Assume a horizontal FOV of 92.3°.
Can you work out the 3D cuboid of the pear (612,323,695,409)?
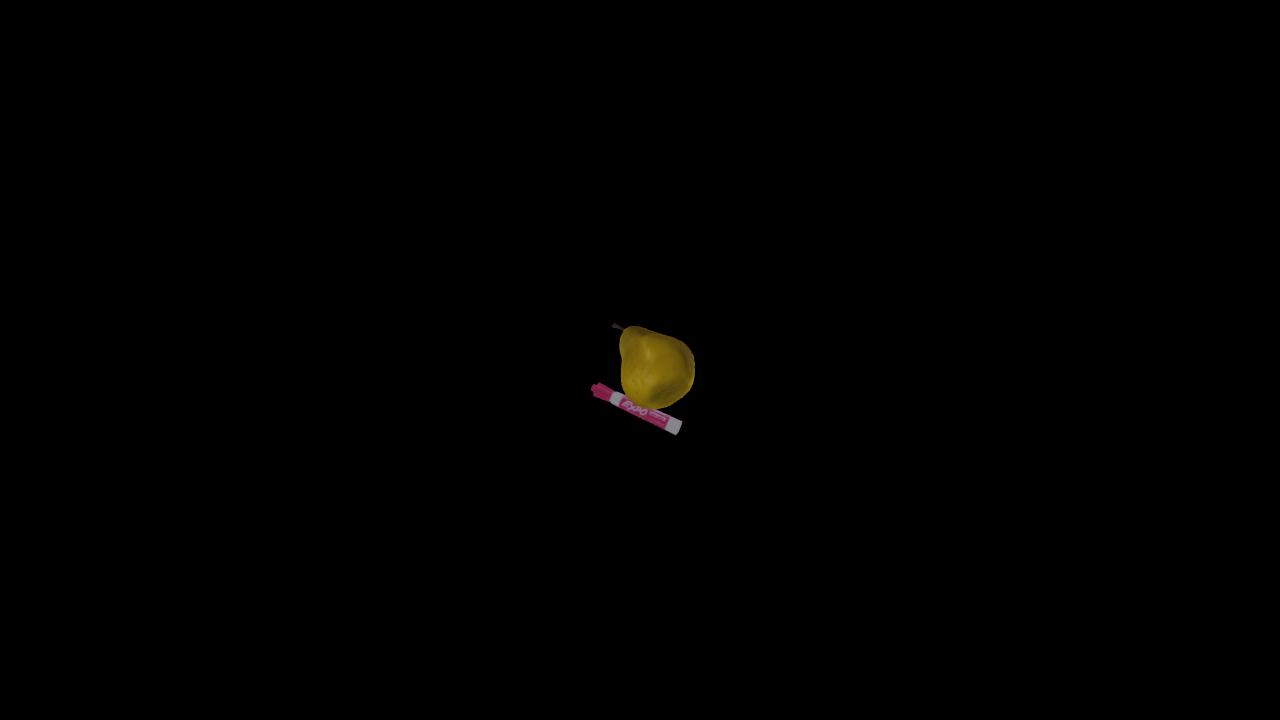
[{"bbox_3d":[0.009,-0.005,0.639,0.080,0.111,0.080,-18,-32,-12],"label":"pear"}]

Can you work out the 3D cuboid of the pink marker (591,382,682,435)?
[{"bbox_3d":[-0.006,0.059,0.758,0.121,0.020,0.020,24,5,11],"label":"pink marker"}]
